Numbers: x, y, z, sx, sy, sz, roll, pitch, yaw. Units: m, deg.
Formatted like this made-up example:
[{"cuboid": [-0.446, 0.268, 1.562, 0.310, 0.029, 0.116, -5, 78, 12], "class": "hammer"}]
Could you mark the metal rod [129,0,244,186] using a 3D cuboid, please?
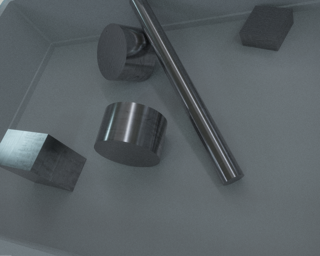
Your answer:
[{"cuboid": [0.023, -0.067, 0.395, 0.025, 0.025, 0.299, -29, 64, 9], "class": "metal rod"}]

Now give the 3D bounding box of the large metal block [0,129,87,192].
[{"cuboid": [-0.165, 0.045, 0.427, 0.080, 0.080, 0.050, 5, 64, 30], "class": "large metal block"}]

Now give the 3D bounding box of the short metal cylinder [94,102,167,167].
[{"cuboid": [-0.035, 0.010, 0.381, 0.080, 0.080, 0.050, -2, 61, 27], "class": "short metal cylinder"}]

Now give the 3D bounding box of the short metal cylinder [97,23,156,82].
[{"cuboid": [-0.051, -0.109, 0.457, 0.080, 0.050, 0.079, 7, 99, 49], "class": "short metal cylinder"}]

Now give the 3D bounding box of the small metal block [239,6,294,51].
[{"cuboid": [0.142, -0.134, 0.413, 0.050, 0.025, 0.050, 22, 73, 35], "class": "small metal block"}]
